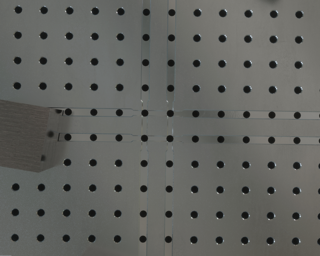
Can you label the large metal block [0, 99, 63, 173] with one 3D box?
[{"bbox_3d":[-0.180,0.008,0.400,0.080,0.050,0.080,10,90,0],"label":"large metal block"}]
